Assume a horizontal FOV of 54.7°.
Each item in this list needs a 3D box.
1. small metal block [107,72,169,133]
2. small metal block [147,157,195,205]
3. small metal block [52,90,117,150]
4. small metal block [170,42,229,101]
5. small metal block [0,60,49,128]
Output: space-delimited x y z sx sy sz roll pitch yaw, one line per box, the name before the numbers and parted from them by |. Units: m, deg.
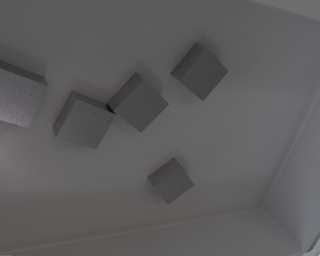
small metal block | -0.026 -0.030 0.376 0.050 0.025 0.050 -46 129 4
small metal block | 0.017 0.080 0.467 0.050 0.025 0.050 -36 129 -4
small metal block | -0.087 -0.008 0.356 0.050 0.025 0.050 22 107 -36
small metal block | 0.050 -0.070 0.392 0.050 0.025 0.050 34 99 -39
small metal block | -0.147 -0.034 0.307 0.050 0.025 0.050 21 107 -36
